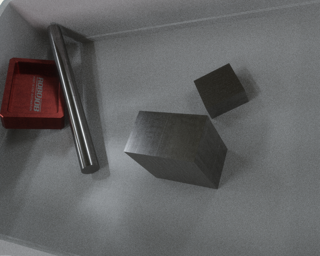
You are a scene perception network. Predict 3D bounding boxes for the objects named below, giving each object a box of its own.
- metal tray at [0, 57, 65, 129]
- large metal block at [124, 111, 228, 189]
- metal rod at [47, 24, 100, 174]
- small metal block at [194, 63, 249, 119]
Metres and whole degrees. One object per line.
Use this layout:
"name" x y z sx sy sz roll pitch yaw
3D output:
"metal tray" -0.204 -0.059 0.510 0.091 0.030 0.130 1 53 -17
"large metal block" 0.021 0.025 0.343 0.080 0.080 0.050 6 65 30
"metal rod" -0.145 -0.062 0.495 0.025 0.025 0.299 -29 59 10
"small metal block" 0.077 -0.047 0.393 0.050 0.025 0.050 -26 53 11
